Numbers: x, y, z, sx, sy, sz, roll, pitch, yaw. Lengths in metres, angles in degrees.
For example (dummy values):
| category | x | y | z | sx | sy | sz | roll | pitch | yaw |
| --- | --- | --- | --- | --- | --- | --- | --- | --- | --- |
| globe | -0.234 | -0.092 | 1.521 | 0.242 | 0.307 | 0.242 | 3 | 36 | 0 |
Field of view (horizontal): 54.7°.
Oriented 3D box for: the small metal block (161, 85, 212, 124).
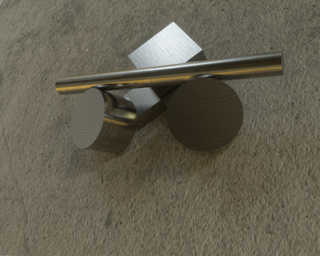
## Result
| category | x | y | z | sx | sy | sz | roll | pitch | yaw |
| --- | --- | --- | --- | --- | --- | --- | --- | --- | --- |
| small metal block | 0.038 | -0.031 | 0.404 | 0.050 | 0.025 | 0.050 | -37 | 51 | 3 |

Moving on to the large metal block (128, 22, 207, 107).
| category | x | y | z | sx | sy | sz | roll | pitch | yaw |
| --- | --- | --- | --- | --- | --- | --- | --- | --- | --- |
| large metal block | 0.014 | -0.089 | 0.434 | 0.080 | 0.050 | 0.080 | -36 | 51 | 4 |

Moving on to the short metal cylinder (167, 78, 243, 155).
| category | x | y | z | sx | sy | sz | roll | pitch | yaw |
| --- | --- | --- | --- | --- | --- | --- | --- | --- | --- |
| short metal cylinder | 0.051 | -0.011 | 0.351 | 0.080 | 0.050 | 0.080 | -2 | 81 | 10 |

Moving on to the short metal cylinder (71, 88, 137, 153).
| category | x | y | z | sx | sy | sz | roll | pitch | yaw |
| --- | --- | --- | --- | --- | --- | --- | --- | --- | --- |
| short metal cylinder | -0.076 | -0.008 | 0.416 | 0.080 | 0.050 | 0.080 | -14 | 69 | 44 |

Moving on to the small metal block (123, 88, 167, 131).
| category | x | y | z | sx | sy | sz | roll | pitch | yaw |
| --- | --- | --- | --- | --- | --- | --- | --- | --- | --- |
| small metal block | -0.025 | -0.033 | 0.439 | 0.050 | 0.025 | 0.050 | -36 | 51 | 2 |

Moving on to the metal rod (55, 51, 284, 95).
| category | x | y | z | sx | sy | sz | roll | pitch | yaw |
| --- | --- | --- | --- | --- | --- | --- | --- | --- | --- |
| metal rod | -0.009 | -0.063 | 0.382 | 0.300 | 0.025 | 0.025 | -1 | 61 | 27 |
